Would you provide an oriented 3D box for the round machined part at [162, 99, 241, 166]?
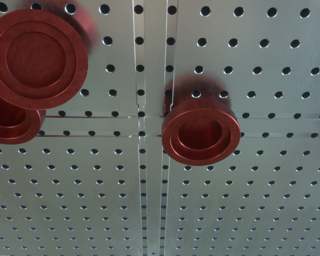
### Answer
[{"bbox_3d":[0.051,0.001,0.403,0.099,0.042,0.097,-1,130,0],"label":"round machined part"}]

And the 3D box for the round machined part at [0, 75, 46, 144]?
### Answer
[{"bbox_3d":[-0.187,-0.029,0.372,0.099,0.042,0.097,0,132,1],"label":"round machined part"}]

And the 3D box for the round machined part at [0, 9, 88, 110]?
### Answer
[{"bbox_3d":[-0.127,-0.071,0.321,0.099,0.042,0.097,-7,110,-20],"label":"round machined part"}]
